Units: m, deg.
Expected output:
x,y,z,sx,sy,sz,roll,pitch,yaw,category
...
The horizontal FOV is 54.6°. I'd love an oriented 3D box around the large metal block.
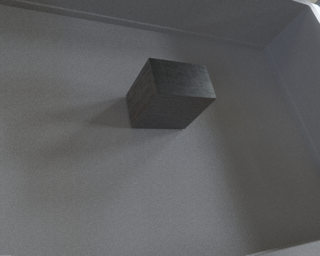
x,y,z,sx,sy,sz,roll,pitch,yaw,category
0.011,-0.040,0.397,0.081,0.080,0.050,1,61,-28,large metal block
